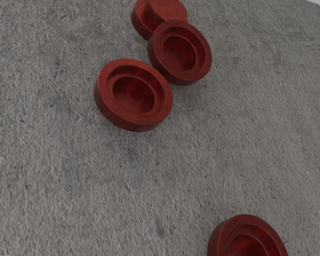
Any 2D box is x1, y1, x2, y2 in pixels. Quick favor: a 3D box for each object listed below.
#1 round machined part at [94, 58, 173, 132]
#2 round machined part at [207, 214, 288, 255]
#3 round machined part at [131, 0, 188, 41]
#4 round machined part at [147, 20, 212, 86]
[{"bbox_3d":[-0.036,-0.037,0.396,0.099,0.042,0.098,14,56,-21],"label":"round machined part"},{"bbox_3d":[0.095,0.152,0.351,0.099,0.042,0.098,14,56,-21],"label":"round machined part"},{"bbox_3d":[0.006,-0.182,0.507,0.099,0.042,0.098,14,56,-21],"label":"round machined part"},{"bbox_3d":[0.025,-0.108,0.464,0.099,0.042,0.098,9,70,-25],"label":"round machined part"}]
